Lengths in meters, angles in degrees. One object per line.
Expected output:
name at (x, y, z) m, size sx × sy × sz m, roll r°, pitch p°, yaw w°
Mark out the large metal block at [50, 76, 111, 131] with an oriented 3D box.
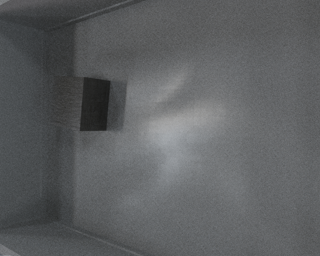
large metal block at (-0.129, -0.040, 0.497) m, size 0.080 × 0.050 × 0.079 m, roll 10°, pitch 96°, yaw 39°
